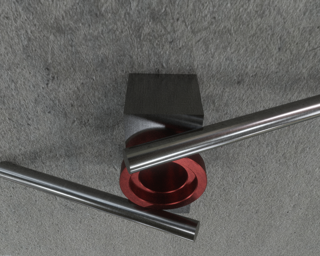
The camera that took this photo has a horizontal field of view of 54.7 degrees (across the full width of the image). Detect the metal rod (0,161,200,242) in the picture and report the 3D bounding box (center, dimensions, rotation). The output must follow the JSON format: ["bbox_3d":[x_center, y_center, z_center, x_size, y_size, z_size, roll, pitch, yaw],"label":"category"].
[{"bbox_3d":[-0.096,0.091,0.412,0.301,0.025,0.025,12,133,19],"label":"metal rod"}]

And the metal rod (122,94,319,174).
[{"bbox_3d":[0.108,-0.006,0.335,0.302,0.025,0.025,-15,132,-17],"label":"metal rod"}]

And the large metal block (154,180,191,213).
[{"bbox_3d":[0.000,0.071,0.433,0.081,0.080,0.050,1,130,-1],"label":"large metal block"}]

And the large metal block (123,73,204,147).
[{"bbox_3d":[0.003,-0.021,0.355,0.081,0.080,0.050,1,130,-1],"label":"large metal block"}]

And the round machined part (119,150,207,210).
[{"bbox_3d":[0.004,0.050,0.363,0.099,0.042,0.097,-1,130,0],"label":"round machined part"}]
